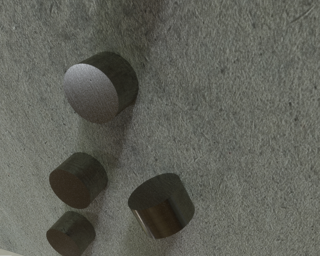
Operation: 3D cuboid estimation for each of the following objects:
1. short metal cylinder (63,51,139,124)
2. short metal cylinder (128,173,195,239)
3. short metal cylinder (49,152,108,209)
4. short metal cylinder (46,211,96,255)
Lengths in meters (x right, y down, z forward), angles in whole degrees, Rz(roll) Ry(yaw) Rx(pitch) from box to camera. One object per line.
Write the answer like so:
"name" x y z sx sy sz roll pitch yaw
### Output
"short metal cylinder" -0.075 -0.052 0.398 0.080 0.050 0.079 13 124 21
"short metal cylinder" 0.002 0.108 0.437 0.080 0.080 0.050 -15 111 34
"short metal cylinder" -0.135 0.087 0.516 0.080 0.050 0.079 13 124 21
"short metal cylinder" -0.176 0.213 0.616 0.080 0.050 0.079 13 124 21
